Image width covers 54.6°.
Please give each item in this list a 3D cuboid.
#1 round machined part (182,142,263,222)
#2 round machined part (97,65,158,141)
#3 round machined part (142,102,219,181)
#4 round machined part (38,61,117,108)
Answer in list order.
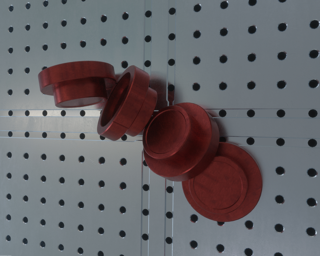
[{"bbox_3d":[0.073,0.066,0.378,0.098,0.042,0.097,0,90,20],"label":"round machined part"},{"bbox_3d":[-0.039,-0.027,0.399,0.042,0.098,0.098,27,101,-22],"label":"round machined part"},{"bbox_3d":[0.018,0.012,0.375,0.098,0.042,0.098,-19,55,30],"label":"round machined part"},{"bbox_3d":[-0.107,-0.054,0.412,0.098,0.098,0.042,-11,87,20],"label":"round machined part"}]
